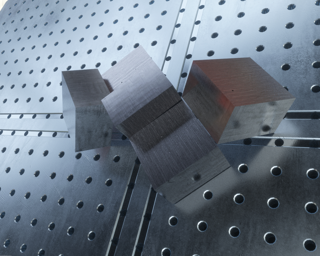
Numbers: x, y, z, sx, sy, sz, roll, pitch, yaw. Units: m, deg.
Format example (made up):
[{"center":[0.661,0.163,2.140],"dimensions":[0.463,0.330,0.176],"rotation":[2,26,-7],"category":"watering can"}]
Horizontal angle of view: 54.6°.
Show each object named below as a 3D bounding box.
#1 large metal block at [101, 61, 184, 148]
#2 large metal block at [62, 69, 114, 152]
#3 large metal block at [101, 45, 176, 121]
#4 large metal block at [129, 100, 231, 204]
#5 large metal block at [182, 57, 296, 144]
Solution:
[{"center":[-0.013,-0.023,0.394],"dimensions":[0.080,0.080,0.050],"rotation":[-36,52,4],"category":"large metal block"},{"center":[-0.103,-0.026,0.435],"dimensions":[0.050,0.079,0.080],"rotation":[-10,47,-25],"category":"large metal block"},{"center":[-0.032,-0.059,0.446],"dimensions":[0.080,0.050,0.080],"rotation":[-37,52,5],"category":"large metal block"},{"center":[0.022,0.028,0.364],"dimensions":[0.080,0.050,0.080],"rotation":[-35,50,5],"category":"large metal block"},{"center":[0.083,-0.034,0.343],"dimensions":[0.081,0.050,0.080],"rotation":[-9,47,-26],"category":"large metal block"}]
